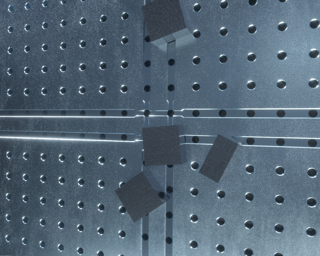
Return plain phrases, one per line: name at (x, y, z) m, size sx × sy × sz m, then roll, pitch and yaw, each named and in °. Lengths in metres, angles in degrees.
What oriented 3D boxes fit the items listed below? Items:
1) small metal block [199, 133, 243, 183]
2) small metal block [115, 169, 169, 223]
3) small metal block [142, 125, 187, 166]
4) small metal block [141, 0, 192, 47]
small metal block at (0.074, 0.034, 0.373) m, size 0.025 × 0.050 × 0.050 m, roll 28°, pitch 99°, yaw 18°
small metal block at (-0.025, 0.092, 0.422) m, size 0.050 × 0.025 × 0.050 m, roll -37°, pitch 78°, yaw 16°
small metal block at (0.006, 0.023, 0.411) m, size 0.050 × 0.025 × 0.050 m, roll -5°, pitch 88°, yaw 20°
small metal block at (0.008, -0.143, 0.410) m, size 0.050 × 0.025 × 0.050 m, roll -16°, pitch 85°, yaw 19°
